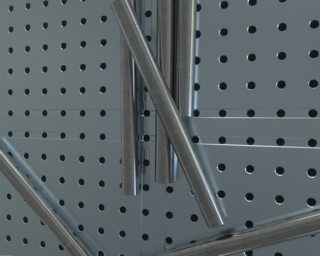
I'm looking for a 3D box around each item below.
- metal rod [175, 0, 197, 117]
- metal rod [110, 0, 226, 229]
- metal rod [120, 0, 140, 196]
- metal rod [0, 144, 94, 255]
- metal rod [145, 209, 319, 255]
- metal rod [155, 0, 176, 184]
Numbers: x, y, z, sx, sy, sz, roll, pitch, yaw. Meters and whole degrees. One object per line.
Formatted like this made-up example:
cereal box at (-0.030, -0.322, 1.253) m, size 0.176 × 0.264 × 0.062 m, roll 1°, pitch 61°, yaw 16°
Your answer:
metal rod at (0.035, -0.164, 0.400) m, size 0.025 × 0.025 × 0.298 m, roll 2°, pitch 91°, yaw 20°
metal rod at (0.011, -0.017, 0.384) m, size 0.025 × 0.025 × 0.299 m, roll -23°, pitch 92°, yaw 18°
metal rod at (-0.042, -0.059, 0.427) m, size 0.025 × 0.025 × 0.298 m, roll -1°, pitch 90°, yaw 20°
metal rod at (-0.177, 0.126, 0.476) m, size 0.300 × 0.025 × 0.025 m, roll 44°, pitch 104°, yaw 14°
metal rod at (0.092, 0.141, 0.380) m, size 0.300 × 0.025 × 0.025 m, roll -22°, pitch 83°, yaw 18°
metal rod at (0.007, -0.078, 0.410) m, size 0.025 × 0.025 × 0.298 m, roll 1°, pitch 90°, yaw 20°
